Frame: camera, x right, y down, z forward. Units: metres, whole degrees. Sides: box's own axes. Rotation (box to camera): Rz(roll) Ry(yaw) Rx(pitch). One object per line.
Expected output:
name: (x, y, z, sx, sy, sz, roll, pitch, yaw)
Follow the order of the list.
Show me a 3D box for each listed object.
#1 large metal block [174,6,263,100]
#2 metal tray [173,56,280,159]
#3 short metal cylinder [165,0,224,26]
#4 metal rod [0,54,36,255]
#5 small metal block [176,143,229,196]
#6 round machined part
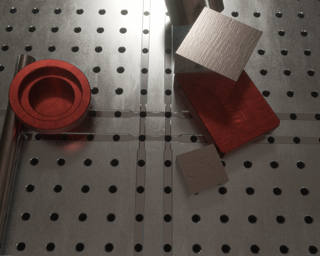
large metal block: (0.073, -0.097, 0.402, 0.080, 0.050, 0.080, 28, 72, 9)
metal tray: (0.087, -0.035, 0.423, 0.091, 0.030, 0.130, -26, 72, -10)
short metal cylinder: (0.047, -0.187, 0.446, 0.080, 0.050, 0.080, -15, 31, 9)
metal rod: (-0.194, 0.041, 0.394, 0.025, 0.025, 0.299, 1, 70, 0)
small metal block: (0.052, 0.053, 0.393, 0.050, 0.025, 0.050, -18, 71, -7)
round machined part: (-0.141, -0.038, 0.408, 0.099, 0.042, 0.098, 4, 70, -11)
